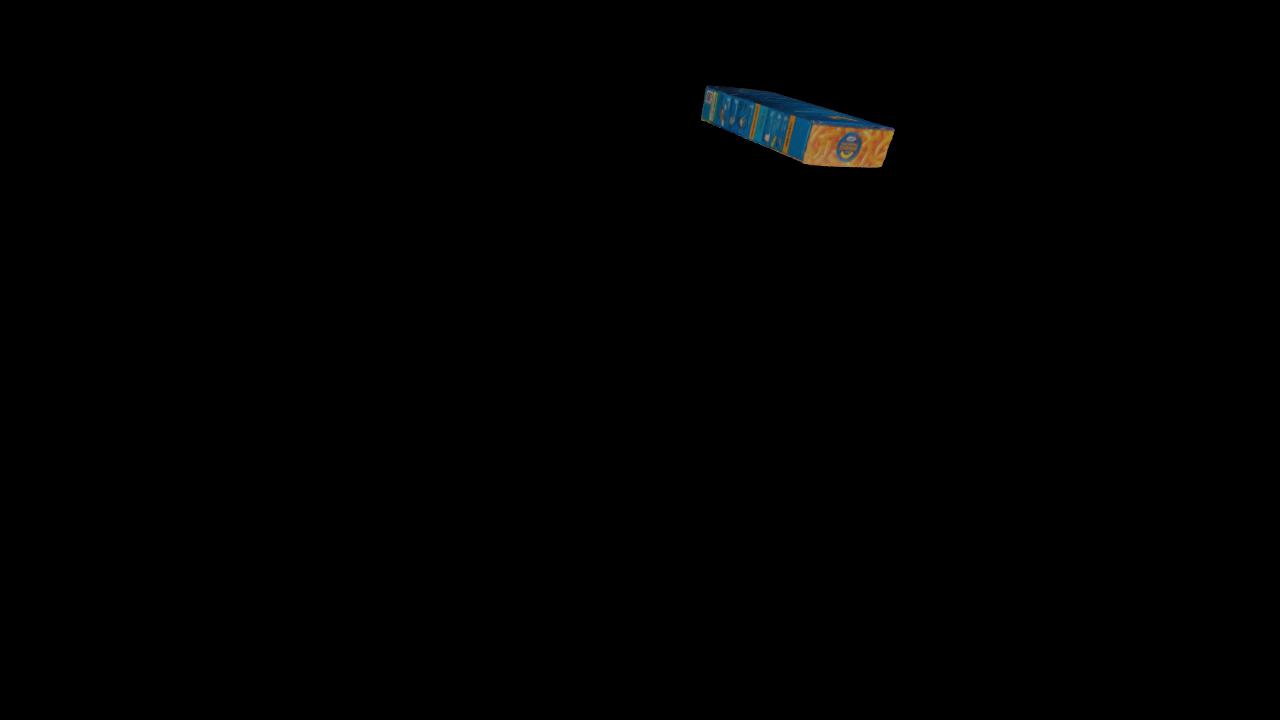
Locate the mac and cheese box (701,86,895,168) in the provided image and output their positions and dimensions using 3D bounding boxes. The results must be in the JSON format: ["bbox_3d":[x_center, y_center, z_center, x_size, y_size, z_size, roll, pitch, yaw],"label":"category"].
[{"bbox_3d":[0.144,-0.230,0.597,0.093,0.041,0.184,-4,32,-24],"label":"mac and cheese box"}]
